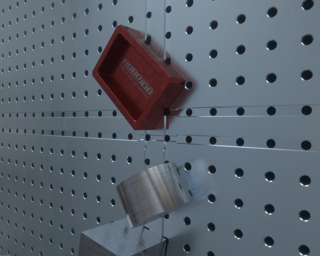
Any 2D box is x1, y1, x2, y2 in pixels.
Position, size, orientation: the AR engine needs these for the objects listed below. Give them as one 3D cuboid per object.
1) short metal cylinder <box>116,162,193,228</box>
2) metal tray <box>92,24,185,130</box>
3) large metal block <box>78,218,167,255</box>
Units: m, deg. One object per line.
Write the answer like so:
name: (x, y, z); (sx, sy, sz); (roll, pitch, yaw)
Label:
short metal cylinder: (-0.007, 0.082, 0.377); (0.080, 0.081, 0.050); (-37, 68, 33)
metal tray: (-0.035, -0.070, 0.432); (0.130, 0.030, 0.090); (50, 119, 27)
large metal block: (-0.050, 0.167, 0.413); (0.080, 0.081, 0.050); (13, 99, 39)
